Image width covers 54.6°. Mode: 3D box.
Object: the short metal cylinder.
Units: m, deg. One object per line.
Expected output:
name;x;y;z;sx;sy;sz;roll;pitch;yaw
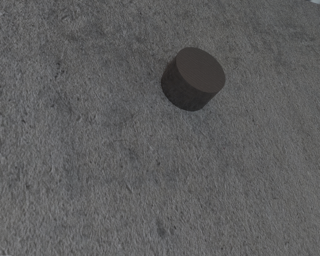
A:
short metal cylinder;0.048;-0.071;0.457;0.081;0.050;0.080;13;56;-21
